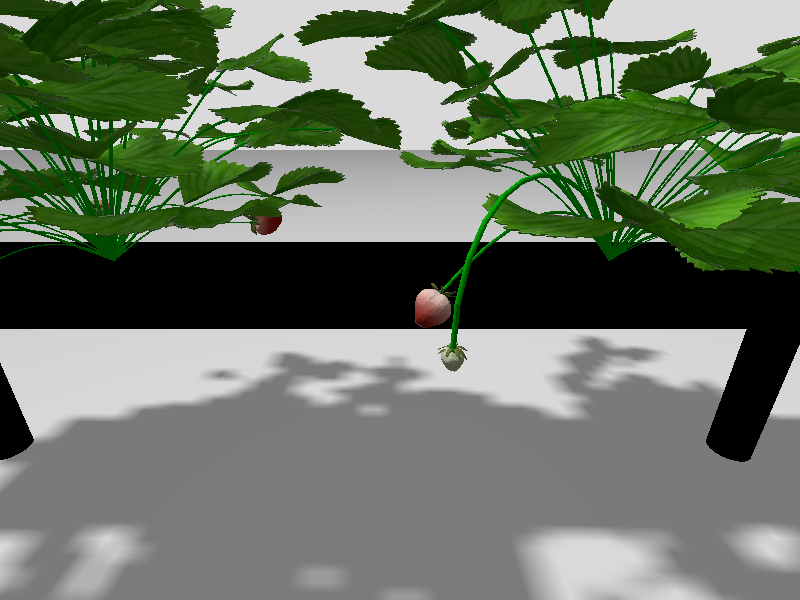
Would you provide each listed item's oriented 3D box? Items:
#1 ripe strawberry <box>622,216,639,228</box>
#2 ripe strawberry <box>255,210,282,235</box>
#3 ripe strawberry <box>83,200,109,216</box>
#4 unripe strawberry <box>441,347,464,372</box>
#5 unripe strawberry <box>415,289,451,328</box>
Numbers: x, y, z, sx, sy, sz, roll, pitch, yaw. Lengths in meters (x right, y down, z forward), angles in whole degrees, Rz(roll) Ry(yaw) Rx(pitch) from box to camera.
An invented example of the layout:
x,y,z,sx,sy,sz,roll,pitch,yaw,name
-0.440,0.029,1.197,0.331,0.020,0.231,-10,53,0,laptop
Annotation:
x,y,z,sx,sy,sz,roll,pitch,yaw,name
0.289,-0.103,0.483,0.037,0.033,0.034,15,26,33,ripe strawberry
-0.149,-0.091,0.452,0.033,0.035,0.031,-19,29,-39,ripe strawberry
-0.395,-0.116,0.523,0.031,0.026,0.031,-16,3,-34,ripe strawberry
0.023,0.026,0.176,0.010,0.011,0.011,18,28,37,unripe strawberry
0.018,0.006,0.236,0.023,0.023,0.020,26,-14,47,unripe strawberry
